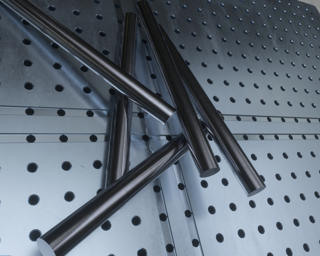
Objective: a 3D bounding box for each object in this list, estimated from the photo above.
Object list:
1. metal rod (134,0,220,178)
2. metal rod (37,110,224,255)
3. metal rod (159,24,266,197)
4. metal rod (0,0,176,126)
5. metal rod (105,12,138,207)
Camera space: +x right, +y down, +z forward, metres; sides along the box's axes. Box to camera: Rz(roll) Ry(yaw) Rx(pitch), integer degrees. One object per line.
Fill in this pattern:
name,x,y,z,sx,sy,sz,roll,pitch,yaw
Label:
metal rod,0.014,-0.072,0.426,0.025,0.025,0.299,-1,56,-29
metal rod,-0.004,0.041,0.358,0.025,0.025,0.302,50,44,6
metal rod,0.053,-0.043,0.432,0.025,0.025,0.299,-7,56,-32
metal rod,-0.107,-0.103,0.393,0.300,0.025,0.025,37,51,5
metal rod,-0.048,-0.045,0.411,0.025,0.025,0.299,14,56,-21
